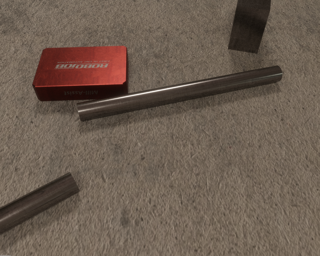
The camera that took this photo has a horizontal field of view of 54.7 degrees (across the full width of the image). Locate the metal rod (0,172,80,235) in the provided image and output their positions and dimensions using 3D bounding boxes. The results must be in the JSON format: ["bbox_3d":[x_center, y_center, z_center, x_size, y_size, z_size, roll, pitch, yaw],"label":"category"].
[{"bbox_3d":[-0.221,0.125,0.294,0.302,0.025,0.025,-27,56,-22],"label":"metal rod"}]

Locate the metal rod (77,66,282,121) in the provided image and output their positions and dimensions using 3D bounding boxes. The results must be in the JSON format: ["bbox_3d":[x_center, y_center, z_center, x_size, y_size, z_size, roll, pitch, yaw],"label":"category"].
[{"bbox_3d":[0.035,-0.053,0.447,0.302,0.025,0.025,-12,51,-11],"label":"metal rod"}]

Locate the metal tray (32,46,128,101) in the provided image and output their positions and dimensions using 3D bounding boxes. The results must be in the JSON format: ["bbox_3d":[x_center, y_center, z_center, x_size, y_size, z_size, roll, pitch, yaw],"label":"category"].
[{"bbox_3d":[-0.115,-0.084,0.469,0.131,0.030,0.090,-2,50,-3],"label":"metal tray"}]

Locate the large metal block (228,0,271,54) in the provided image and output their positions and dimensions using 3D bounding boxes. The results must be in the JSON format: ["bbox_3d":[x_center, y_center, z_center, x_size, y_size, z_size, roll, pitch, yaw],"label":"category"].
[{"bbox_3d":[0.152,-0.186,0.526,0.050,0.080,0.080,12,51,9],"label":"large metal block"}]
